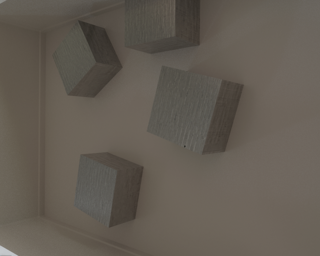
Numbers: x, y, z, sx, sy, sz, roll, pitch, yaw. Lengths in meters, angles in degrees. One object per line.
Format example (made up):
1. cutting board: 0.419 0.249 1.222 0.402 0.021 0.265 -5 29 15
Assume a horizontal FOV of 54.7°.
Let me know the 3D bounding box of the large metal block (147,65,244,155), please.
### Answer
1. large metal block: 0.039 -0.022 0.357 0.080 0.050 0.079 22 104 37

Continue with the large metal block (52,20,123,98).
1. large metal block: -0.115 -0.104 0.483 0.080 0.050 0.080 -38 67 33

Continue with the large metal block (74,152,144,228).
1. large metal block: -0.076 0.086 0.451 0.080 0.050 0.079 15 100 38

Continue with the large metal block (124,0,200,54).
1. large metal block: 0.002 -0.142 0.387 0.080 0.050 0.079 1 91 39
